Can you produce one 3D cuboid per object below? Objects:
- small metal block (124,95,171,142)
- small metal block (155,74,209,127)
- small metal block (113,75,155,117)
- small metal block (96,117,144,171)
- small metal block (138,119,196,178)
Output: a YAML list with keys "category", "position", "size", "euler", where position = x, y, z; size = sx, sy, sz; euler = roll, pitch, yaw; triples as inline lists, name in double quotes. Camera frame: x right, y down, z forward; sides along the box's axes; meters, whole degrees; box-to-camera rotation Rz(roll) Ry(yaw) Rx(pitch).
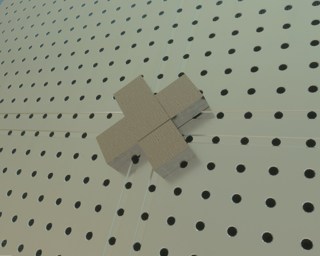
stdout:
- category: "small metal block"
  position: [-0.013, -0.008, 0.417]
  size: [0.050, 0.025, 0.050]
  euler: [-35, 51, 4]
- category: "small metal block"
  position: [0.029, -0.037, 0.414]
  size: [0.050, 0.025, 0.050]
  euler: [-35, 51, 4]
- category: "small metal block"
  position: [-0.033, -0.041, 0.449]
  size: [0.050, 0.025, 0.050]
  euler: [-35, 51, 4]
- category: "small metal block"
  position: [-0.053, 0.021, 0.421]
  size: [0.050, 0.025, 0.050]
  euler: [-35, 51, 4]
- category: "small metal block"
  position: [0.008, 0.025, 0.387]
  size: [0.050, 0.025, 0.050]
  euler: [-35, 51, 4]
